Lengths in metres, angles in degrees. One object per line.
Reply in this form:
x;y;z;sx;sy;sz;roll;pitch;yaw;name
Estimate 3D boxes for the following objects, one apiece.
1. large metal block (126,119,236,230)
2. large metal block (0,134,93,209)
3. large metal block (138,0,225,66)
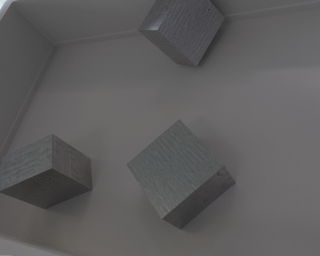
0.023;0.051;0.347;0.080;0.050;0.080;-41;51;0;large metal block
-0.148;0.061;0.411;0.080;0.080;0.050;-24;53;14;large metal block
0.031;-0.144;0.429;0.050;0.080;0.080;24;83;54;large metal block
